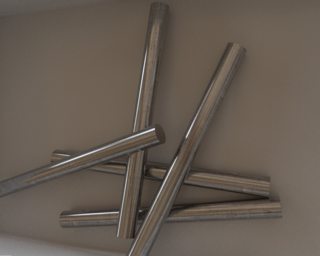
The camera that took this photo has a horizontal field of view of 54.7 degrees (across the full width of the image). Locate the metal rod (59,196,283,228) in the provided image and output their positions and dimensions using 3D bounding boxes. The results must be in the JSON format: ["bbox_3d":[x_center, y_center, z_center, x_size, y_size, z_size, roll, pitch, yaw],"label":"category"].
[{"bbox_3d":[0.000,0.113,0.408,0.301,0.025,0.025,-9,87,19],"label":"metal rod"}]

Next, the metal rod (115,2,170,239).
[{"bbox_3d":[-0.021,-0.013,0.397,0.025,0.025,0.298,7,86,19],"label":"metal rod"}]

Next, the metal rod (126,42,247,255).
[{"bbox_3d":[0.029,0.037,0.377,0.025,0.025,0.299,26,90,18],"label":"metal rod"}]

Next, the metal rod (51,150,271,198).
[{"bbox_3d":[-0.013,0.057,0.412,0.301,0.025,0.025,5,92,19],"label":"metal rod"}]

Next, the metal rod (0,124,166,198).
[{"bbox_3d":[-0.129,0.053,0.426,0.300,0.025,0.025,-20,84,24],"label":"metal rod"}]
